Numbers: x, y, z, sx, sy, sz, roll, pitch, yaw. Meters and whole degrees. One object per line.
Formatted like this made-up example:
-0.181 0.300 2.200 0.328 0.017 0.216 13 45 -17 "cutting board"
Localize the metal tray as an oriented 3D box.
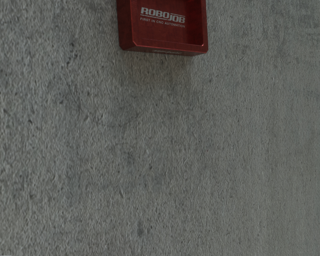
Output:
0.007 -0.145 0.406 0.131 0.030 0.089 -6 94 -40 "metal tray"
